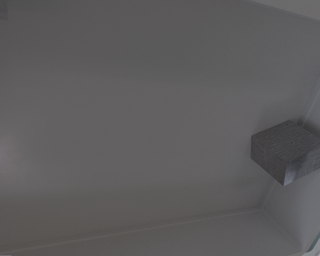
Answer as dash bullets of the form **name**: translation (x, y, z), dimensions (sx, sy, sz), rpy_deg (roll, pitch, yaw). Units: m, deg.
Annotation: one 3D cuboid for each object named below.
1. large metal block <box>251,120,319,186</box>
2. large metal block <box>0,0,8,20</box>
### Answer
- **large metal block**: translation (0.209, 0.038, 0.510), dimensions (0.081, 0.080, 0.050), rpy_deg (-21, 127, -16)
- **large metal block**: translation (-0.155, -0.114, 0.218), dimensions (0.081, 0.080, 0.050), rpy_deg (-4, 120, -27)
